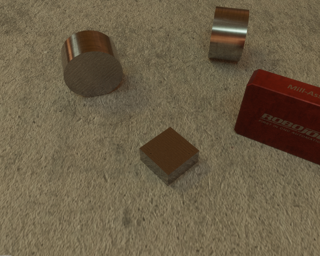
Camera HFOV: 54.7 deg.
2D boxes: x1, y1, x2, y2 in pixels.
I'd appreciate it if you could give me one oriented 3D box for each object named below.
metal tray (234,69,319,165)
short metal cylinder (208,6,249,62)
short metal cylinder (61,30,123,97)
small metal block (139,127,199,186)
[{"bbox_3d":[0.163,-0.009,0.370,0.130,0.090,0.030,22,54,17],"label":"metal tray"},{"bbox_3d":[0.108,-0.149,0.494,0.050,0.080,0.080,9,51,8],"label":"short metal cylinder"},{"bbox_3d":[-0.098,-0.091,0.443,0.081,0.080,0.050,-12,51,-10],"label":"short metal cylinder"},{"bbox_3d":[0.011,0.033,0.375,0.050,0.025,0.050,-35,58,-26],"label":"small metal block"}]
